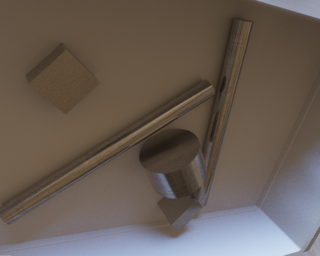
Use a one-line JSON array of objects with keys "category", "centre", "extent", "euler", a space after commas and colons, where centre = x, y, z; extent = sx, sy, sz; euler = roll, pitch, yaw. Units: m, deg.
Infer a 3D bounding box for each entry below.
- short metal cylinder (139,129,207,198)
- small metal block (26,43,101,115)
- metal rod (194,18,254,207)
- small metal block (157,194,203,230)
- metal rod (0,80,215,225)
[{"category": "short metal cylinder", "centre": [0.019, 0.046, 0.414], "extent": [0.080, 0.080, 0.050], "euler": [-29, 129, -11]}, {"category": "small metal block", "centre": [-0.100, -0.051, 0.323], "extent": [0.050, 0.025, 0.050], "euler": [-42, 130, 1]}, {"category": "metal rod", "centre": [0.086, -0.004, 0.454], "extent": [0.025, 0.025, 0.298], "euler": [-7, 122, -25]}, {"category": "small metal block", "centre": [0.031, 0.122, 0.487], "extent": [0.050, 0.050, 0.025], "euler": [-46, 130, 4]}, {"category": "metal rod", "centre": [-0.060, 0.026, 0.392], "extent": [0.301, 0.025, 0.025], "euler": [-32, 129, -8]}]
